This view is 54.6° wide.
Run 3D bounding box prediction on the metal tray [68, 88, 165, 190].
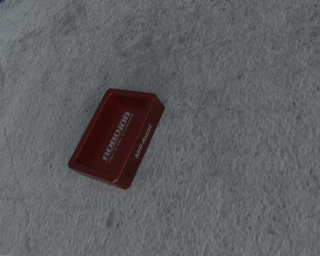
[{"bbox_3d":[-0.059,0.010,0.426,0.090,0.030,0.130,11,67,32],"label":"metal tray"}]
